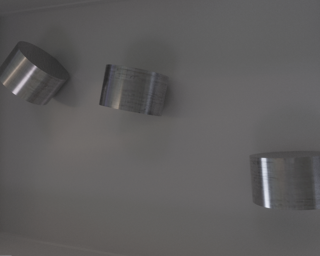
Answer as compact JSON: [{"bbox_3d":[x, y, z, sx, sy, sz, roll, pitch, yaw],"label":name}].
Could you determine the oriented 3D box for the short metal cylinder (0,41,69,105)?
[{"bbox_3d":[-0.181,-0.078,0.445,0.080,0.080,0.050,47,104,14],"label":"short metal cylinder"}]

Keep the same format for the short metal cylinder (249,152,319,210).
[{"bbox_3d":[0.139,0.053,0.332,0.080,0.080,0.050,-4,89,20],"label":"short metal cylinder"}]

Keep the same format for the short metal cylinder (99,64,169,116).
[{"bbox_3d":[-0.033,-0.047,0.393,0.080,0.080,0.050,12,94,19],"label":"short metal cylinder"}]
